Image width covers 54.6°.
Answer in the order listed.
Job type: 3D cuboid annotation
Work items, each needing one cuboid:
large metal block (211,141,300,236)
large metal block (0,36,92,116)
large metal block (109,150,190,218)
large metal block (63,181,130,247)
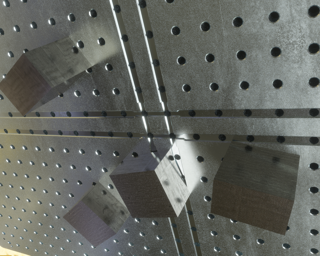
[{"bbox_3d":[0.111,0.064,0.357,0.080,0.080,0.050,12,124,21],"label":"large metal block"},{"bbox_3d":[-0.152,-0.070,0.414,0.080,0.080,0.050,-30,102,38],"label":"large metal block"},{"bbox_3d":[-0.014,0.084,0.455,0.080,0.050,0.080,-12,113,33],"label":"large metal block"},{"bbox_3d":[-0.112,0.154,0.551,0.080,0.050,0.080,45,129,-3],"label":"large metal block"}]
